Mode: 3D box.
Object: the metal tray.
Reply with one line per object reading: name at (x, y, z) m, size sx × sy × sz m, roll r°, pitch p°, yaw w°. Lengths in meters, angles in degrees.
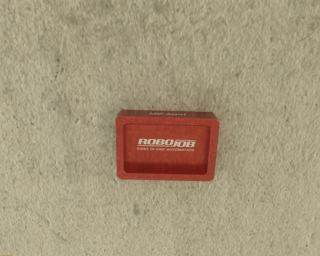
metal tray at (0.009, 0.024, 0.415) m, size 0.131 × 0.030 × 0.089 m, roll 1°, pitch 110°, yaw -1°
